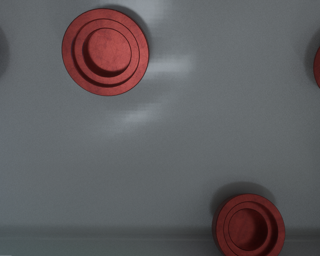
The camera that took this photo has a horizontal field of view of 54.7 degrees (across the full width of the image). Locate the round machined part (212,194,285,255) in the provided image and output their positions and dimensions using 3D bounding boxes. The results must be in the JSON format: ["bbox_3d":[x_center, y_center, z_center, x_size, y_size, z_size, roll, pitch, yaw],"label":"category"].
[{"bbox_3d":[0.121,0.143,0.440,0.099,0.042,0.098,1,78,-6],"label":"round machined part"}]

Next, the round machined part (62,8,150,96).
[{"bbox_3d":[-0.061,-0.090,0.368,0.099,0.042,0.097,0,110,0],"label":"round machined part"}]

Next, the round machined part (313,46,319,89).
[{"bbox_3d":[0.234,-0.075,0.364,0.098,0.042,0.097,6,104,24],"label":"round machined part"}]
